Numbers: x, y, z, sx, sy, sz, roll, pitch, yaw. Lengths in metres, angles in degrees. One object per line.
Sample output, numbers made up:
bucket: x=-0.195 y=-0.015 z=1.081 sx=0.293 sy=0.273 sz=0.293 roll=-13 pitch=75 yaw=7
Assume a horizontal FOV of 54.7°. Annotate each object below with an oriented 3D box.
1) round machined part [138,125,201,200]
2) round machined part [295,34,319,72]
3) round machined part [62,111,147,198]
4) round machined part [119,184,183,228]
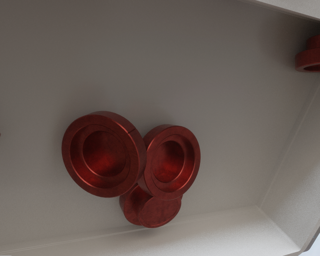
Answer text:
round machined part: x=0.005 y=0.043 z=0.414 sx=0.099 sy=0.042 sz=0.097 roll=-7 pitch=101 yaw=-39
round machined part: x=0.246 y=-0.108 z=0.440 sx=0.099 sy=0.098 sz=0.042 roll=-1 pitch=91 yaw=-28
round machined part: x=-0.060 y=0.027 z=0.360 sx=0.042 sy=0.098 sz=0.097 roll=-37 pitch=150 yaw=-65
round machined part: x=-0.007 y=0.110 z=0.464 sx=0.099 sy=0.042 sz=0.097 roll=-14 pitch=125 yaw=-21
